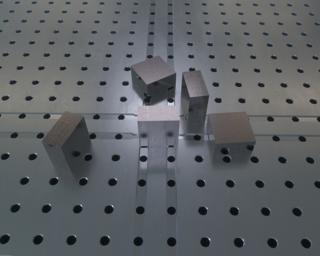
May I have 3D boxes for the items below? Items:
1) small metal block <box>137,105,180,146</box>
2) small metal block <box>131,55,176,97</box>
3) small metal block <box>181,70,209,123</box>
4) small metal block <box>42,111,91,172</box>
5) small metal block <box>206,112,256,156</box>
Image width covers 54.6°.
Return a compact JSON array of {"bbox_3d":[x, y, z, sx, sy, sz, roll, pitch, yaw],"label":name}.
[{"bbox_3d":[-0.002,-0.002,0.394,0.050,0.050,0.025,-1,50,-1],"label":"small metal block"},{"bbox_3d":[-0.010,-0.080,0.475,0.050,0.025,0.050,-25,55,-20],"label":"small metal block"},{"bbox_3d":[0.047,-0.043,0.428,0.025,0.050,0.050,-6,50,-5],"label":"small metal block"},{"bbox_3d":[-0.112,0.016,0.377,0.025,0.050,0.050,16,52,13],"label":"small metal block"},{"bbox_3d":[0.091,0.007,0.403,0.050,0.025,0.050,-3,50,-3],"label":"small metal block"}]
